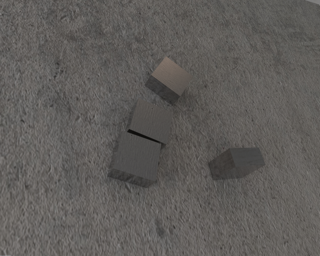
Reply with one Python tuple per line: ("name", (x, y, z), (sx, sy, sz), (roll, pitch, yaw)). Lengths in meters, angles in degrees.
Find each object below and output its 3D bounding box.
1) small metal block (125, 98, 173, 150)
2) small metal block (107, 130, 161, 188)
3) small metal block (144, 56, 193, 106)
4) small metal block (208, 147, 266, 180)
("small metal block", (-0.015, -0.003, 0.398), (0.050, 0.025, 0.050), (23, 53, -14))
("small metal block", (-0.030, 0.037, 0.365), (0.050, 0.025, 0.050), (20, 54, -16))
("small metal block", (0.013, -0.069, 0.453), (0.050, 0.025, 0.050), (36, 51, -5))
("small metal block", (0.101, 0.048, 0.413), (0.050, 0.050, 0.025), (1, 62, -28))
